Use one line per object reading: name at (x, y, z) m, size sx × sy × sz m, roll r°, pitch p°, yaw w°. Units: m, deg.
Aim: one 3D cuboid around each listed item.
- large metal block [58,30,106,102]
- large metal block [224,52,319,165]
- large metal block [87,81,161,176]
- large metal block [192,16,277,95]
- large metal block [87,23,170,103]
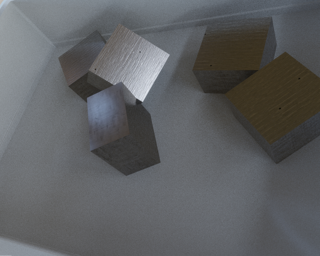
large metal block at (-0.111, -0.101, 0.507) m, size 0.080 × 0.050 × 0.080 m, roll -34°, pitch 52°, yaw 5°
large metal block at (0.131, -0.022, 0.334) m, size 0.080 × 0.050 × 0.080 m, roll -35°, pitch 52°, yaw 4°
large metal block at (-0.045, 0.003, 0.391) m, size 0.050 × 0.080 × 0.080 m, roll -23°, pitch 53°, yaw 14°
large metal block at (0.097, -0.090, 0.394) m, size 0.080 × 0.050 × 0.080 m, roll 6°, pitch 64°, yaw 30°
large metal block at (-0.045, -0.084, 0.437) m, size 0.080 × 0.050 × 0.080 m, roll 30°, pitch 74°, yaw -8°
